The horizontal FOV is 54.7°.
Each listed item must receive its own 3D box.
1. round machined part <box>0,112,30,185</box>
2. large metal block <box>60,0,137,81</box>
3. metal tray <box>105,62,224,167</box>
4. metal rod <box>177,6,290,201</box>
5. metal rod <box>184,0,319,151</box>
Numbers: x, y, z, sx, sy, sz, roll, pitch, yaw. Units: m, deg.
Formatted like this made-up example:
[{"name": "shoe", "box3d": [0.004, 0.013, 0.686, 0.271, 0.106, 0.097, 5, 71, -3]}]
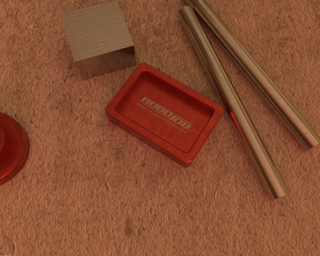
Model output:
[{"name": "round machined part", "box3d": [-0.221, 0.023, 0.388, 0.099, 0.042, 0.098, 0, 70, -1]}, {"name": "large metal block", "box3d": [-0.085, -0.124, 0.439, 0.081, 0.050, 0.080, -18, 71, -7]}, {"name": "metal tray", "box3d": [0.006, -0.019, 0.412, 0.130, 0.030, 0.090, 31, 73, 10]}, {"name": "metal rod", "box3d": [0.093, -0.046, 0.426, 0.025, 0.025, 0.299, -20, 71, -8]}, {"name": "metal rod", "box3d": [0.121, -0.096, 0.444, 0.025, 0.025, 0.299, -30, 73, -11]}]
